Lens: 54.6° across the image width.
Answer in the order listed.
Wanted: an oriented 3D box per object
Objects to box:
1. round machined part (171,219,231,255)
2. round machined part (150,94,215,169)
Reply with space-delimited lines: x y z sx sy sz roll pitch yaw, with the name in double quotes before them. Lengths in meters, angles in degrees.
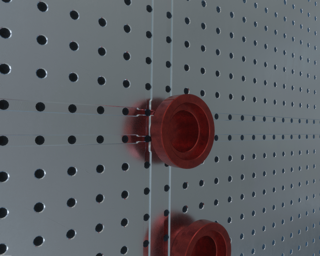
"round machined part" 0.055 0.180 0.443 0.099 0.042 0.097 0 90 -40
"round machined part" 0.026 0.004 0.418 0.099 0.042 0.097 0 90 -40
